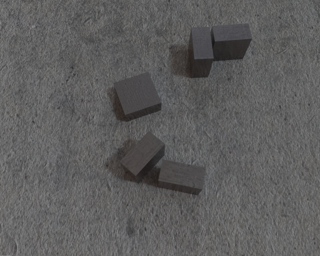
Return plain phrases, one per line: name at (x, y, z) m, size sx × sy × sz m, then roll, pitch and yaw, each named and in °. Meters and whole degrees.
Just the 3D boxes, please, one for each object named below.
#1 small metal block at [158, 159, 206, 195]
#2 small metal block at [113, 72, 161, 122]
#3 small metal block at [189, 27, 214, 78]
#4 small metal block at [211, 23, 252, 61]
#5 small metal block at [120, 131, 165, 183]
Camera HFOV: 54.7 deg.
small metal block at (0.025, 0.060, 0.373) m, size 0.050 × 0.050 × 0.025 m, roll 11°, pitch 71°, yaw 4°
small metal block at (-0.030, -0.043, 0.423) m, size 0.050 × 0.025 × 0.050 m, roll -19°, pitch 71°, yaw -7°
small metal block at (0.056, -0.105, 0.433) m, size 0.025 × 0.050 × 0.050 m, roll -3°, pitch 70°, yaw -1°
small metal block at (0.097, -0.120, 0.439) m, size 0.050 × 0.050 × 0.025 m, roll -5°, pitch 70°, yaw -2°
small metal block at (-0.020, 0.037, 0.381) m, size 0.025 × 0.050 × 0.050 m, roll 40°, pitch 75°, yaw 13°
